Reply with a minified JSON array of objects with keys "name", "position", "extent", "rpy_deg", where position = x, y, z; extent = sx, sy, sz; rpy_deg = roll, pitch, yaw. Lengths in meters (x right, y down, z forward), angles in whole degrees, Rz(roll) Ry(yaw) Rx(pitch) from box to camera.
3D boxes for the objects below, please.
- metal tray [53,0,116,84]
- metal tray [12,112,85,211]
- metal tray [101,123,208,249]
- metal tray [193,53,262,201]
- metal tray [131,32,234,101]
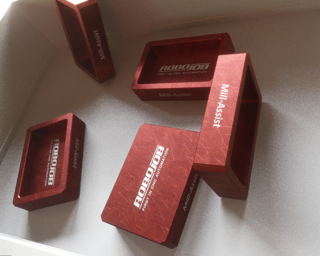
[{"name":"metal tray","position":[-0.118,-0.144,0.488],"extent":[0.030,0.129,0.090],"rpy_deg":[-32,47,-23]},{"name":"metal tray","position":[-0.161,0.048,0.457],"extent":[0.090,0.030,0.130],"rpy_deg":[-17,55,18]},{"name":"metal tray","position":[-0.003,0.062,0.366],"extent":[0.090,0.030,0.130],"rpy_deg":[9,66,32]},{"name":"metal tray","position":[0.076,-0.001,0.324],"extent":[0.030,0.090,0.130],"rpy_deg":[2,63,29]},{"name":"metal tray","position":[0.031,-0.084,0.437],"extent":[0.130,0.030,0.090],"rpy_deg":[2,63,29]}]
